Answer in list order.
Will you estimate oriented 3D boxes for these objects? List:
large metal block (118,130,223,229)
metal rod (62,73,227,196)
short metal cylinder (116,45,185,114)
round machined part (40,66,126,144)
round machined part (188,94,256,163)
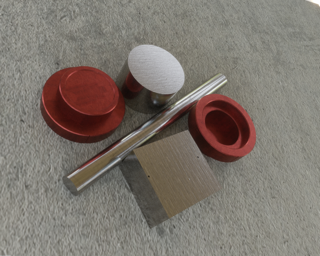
[{"bbox_3d":[0.011,0.058,0.361,0.081,0.050,0.080,-19,72,-35],"label":"large metal block"},{"bbox_3d":[0.003,-0.009,0.413,0.025,0.025,0.302,49,51,6],"label":"metal rod"},{"bbox_3d":[-0.014,-0.065,0.421,0.081,0.050,0.080,14,56,-21],"label":"short metal cylinder"},{"bbox_3d":[-0.087,-0.034,0.368,0.099,0.042,0.098,14,56,-21],"label":"round machined part"},{"bbox_3d":[0.082,0.004,0.436,0.099,0.042,0.098,14,56,-21],"label":"round machined part"}]
